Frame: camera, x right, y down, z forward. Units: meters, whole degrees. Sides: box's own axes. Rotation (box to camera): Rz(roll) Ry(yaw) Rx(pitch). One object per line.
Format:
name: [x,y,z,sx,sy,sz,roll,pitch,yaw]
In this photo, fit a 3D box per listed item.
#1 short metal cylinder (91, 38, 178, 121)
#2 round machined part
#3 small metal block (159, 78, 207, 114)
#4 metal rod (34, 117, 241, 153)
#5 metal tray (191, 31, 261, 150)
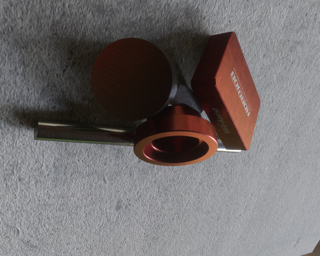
short metal cylinder: [-0.024,-0.050,0.323,0.080,0.050,0.079,1,98,9]
round machined part: [0.018,0.008,0.372,0.099,0.042,0.098,-2,151,-1]
small metal block: [0.023,-0.041,0.377,0.050,0.050,0.025,26,104,-37]
metal rod: [-0.006,0.014,0.414,0.302,0.025,0.025,6,116,-31]
metal tray: [0.090,-0.043,0.394,0.130,0.030,0.090,54,48,-40]
